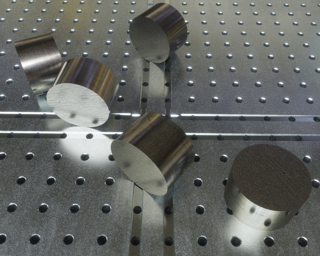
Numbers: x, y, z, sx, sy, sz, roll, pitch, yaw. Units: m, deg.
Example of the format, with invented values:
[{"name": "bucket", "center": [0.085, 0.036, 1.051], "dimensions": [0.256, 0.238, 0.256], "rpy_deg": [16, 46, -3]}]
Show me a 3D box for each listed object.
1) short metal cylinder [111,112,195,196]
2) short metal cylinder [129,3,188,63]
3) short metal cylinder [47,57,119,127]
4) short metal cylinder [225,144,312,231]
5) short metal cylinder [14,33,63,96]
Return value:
[{"name": "short metal cylinder", "center": [-0.008, 0.029, 0.348], "dimensions": [0.080, 0.080, 0.050], "rpy_deg": [31, 57, 23]}, {"name": "short metal cylinder", "center": [-0.003, -0.153, 0.500], "dimensions": [0.080, 0.080, 0.050], "rpy_deg": [29, 56, 22]}, {"name": "short metal cylinder", "center": [-0.100, -0.046, 0.409], "dimensions": [0.080, 0.080, 0.050], "rpy_deg": [7, 51, 5]}, {"name": "short metal cylinder", "center": [0.115, 0.064, 0.339], "dimensions": [0.081, 0.050, 0.080], "rpy_deg": [0, 50, 0]}, {"name": "short metal cylinder", "center": [-0.169, -0.091, 0.446], "dimensions": [0.050, 0.080, 0.080], "rpy_deg": [-21, 53, -17]}]
